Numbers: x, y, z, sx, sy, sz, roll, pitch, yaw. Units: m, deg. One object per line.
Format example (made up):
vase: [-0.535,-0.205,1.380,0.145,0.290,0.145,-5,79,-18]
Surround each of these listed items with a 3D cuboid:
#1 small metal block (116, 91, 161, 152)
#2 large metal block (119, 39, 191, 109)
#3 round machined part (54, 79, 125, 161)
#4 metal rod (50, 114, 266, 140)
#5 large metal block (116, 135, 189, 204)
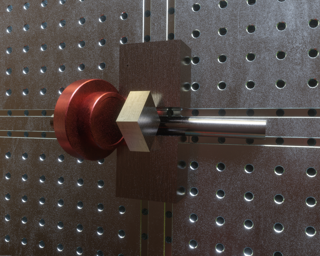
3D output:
small metal block: [-0.023,-0.008,0.361,0.025,0.050,0.050,1,46,20]
large metal block: [-0.005,-0.065,0.401,0.080,0.050,0.079,1,90,20]
round machined part: [-0.072,-0.009,0.368,0.042,0.099,0.097,5,92,34]
metal rod: [-0.016,-0.004,0.418,0.301,0.025,0.025,2,91,19]
large metal block: [-0.009,0.049,0.403,0.080,0.050,0.079,1,91,20]
